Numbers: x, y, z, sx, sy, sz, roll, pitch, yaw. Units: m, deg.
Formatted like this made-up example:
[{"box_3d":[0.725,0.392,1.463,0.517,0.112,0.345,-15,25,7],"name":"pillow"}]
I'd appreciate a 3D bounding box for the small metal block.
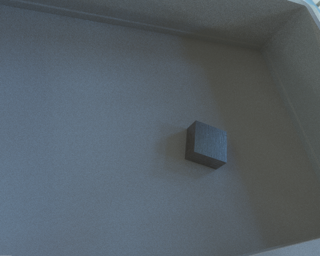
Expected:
[{"box_3d":[0.064,0.024,0.428,0.050,0.025,0.050,20,54,-17],"name":"small metal block"}]
